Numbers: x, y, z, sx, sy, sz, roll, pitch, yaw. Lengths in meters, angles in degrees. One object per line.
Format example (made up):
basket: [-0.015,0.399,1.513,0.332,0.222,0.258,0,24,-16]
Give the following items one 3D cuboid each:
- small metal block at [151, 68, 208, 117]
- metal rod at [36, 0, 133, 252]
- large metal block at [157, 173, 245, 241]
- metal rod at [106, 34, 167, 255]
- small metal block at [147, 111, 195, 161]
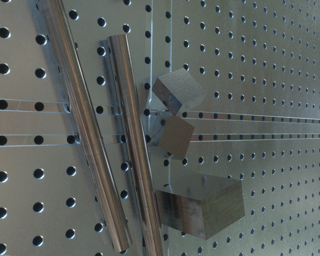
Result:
small metal block: [0.026,-0.049,0.414,0.050,0.025,0.050,-27,69,-37]
metal rod: [-0.080,-0.001,0.341,0.025,0.025,0.298,-23,105,-38]
large metal block: [0.055,0.101,0.420,0.081,0.080,0.050,-14,99,-39]
metal rod: [-0.026,0.038,0.387,0.025,0.025,0.298,-16,101,-39]
small metal block: [0.015,0.011,0.421,0.050,0.025,0.050,32,70,-36]
